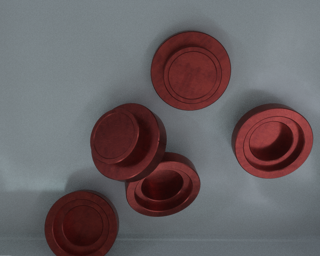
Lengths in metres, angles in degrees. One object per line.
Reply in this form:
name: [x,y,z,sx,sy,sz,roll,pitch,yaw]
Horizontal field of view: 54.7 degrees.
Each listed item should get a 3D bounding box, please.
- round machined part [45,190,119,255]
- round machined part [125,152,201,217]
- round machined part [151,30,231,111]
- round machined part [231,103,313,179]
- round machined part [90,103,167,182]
round machined part: [-0.107,0.136,0.439,0.099,0.042,0.097,0,85,0]
round machined part: [0.002,0.071,0.420,0.099,0.042,0.097,-6,123,-8]
round machined part: [0.038,-0.067,0.378,0.099,0.042,0.097,0,110,0]
round machined part: [0.143,0.014,0.408,0.099,0.042,0.097,0,110,0]
round machined part: [-0.045,0.015,0.377,0.098,0.098,0.042,-36,149,12]
